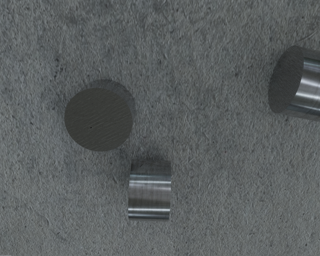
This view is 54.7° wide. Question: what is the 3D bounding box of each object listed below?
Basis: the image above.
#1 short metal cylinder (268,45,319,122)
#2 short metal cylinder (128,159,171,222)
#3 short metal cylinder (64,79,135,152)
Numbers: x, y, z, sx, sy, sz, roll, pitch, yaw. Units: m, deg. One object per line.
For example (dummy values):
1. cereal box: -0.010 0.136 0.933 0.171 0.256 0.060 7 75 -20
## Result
1. short metal cylinder: 0.169 -0.051 0.363 0.050 0.080 0.079 11 110 -4
2. short metal cylinder: -0.013 0.082 0.410 0.050 0.080 0.079 3 110 -1
3. short metal cylinder: -0.073 -0.017 0.389 0.081 0.050 0.079 0 110 0
